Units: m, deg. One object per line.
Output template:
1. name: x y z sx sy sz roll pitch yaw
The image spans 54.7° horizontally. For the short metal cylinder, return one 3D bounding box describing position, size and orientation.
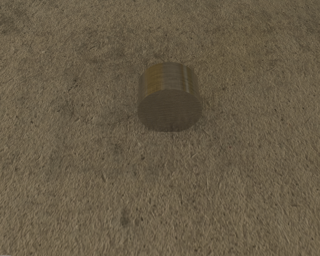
1. short metal cylinder: 0.012 -0.038 0.402 0.081 0.080 0.050 -1 50 -1
